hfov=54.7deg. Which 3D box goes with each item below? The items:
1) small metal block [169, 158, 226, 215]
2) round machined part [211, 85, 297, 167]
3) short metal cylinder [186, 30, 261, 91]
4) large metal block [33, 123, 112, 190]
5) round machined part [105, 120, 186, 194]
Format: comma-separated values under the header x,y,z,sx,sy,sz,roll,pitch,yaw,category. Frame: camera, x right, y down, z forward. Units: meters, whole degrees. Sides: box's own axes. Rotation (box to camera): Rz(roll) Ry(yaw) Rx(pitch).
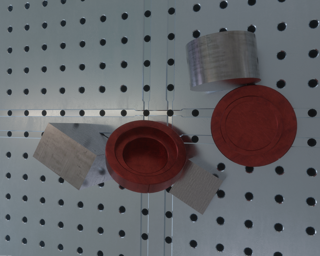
x,y,z,sx,sy,sz,roll,pitch,yaw,category
0.048,0.073,0.396,0.050,0.025,0.050,32,100,17,small metal block
0.109,-0.003,0.365,0.098,0.042,0.097,0,90,20,round machined part
0.072,-0.074,0.358,0.080,0.080,0.050,-7,88,20,short metal cylinder
-0.106,0.034,0.421,0.080,0.080,0.050,31,100,17,large metal block
-0.019,0.040,0.391,0.098,0.098,0.042,31,141,17,round machined part
